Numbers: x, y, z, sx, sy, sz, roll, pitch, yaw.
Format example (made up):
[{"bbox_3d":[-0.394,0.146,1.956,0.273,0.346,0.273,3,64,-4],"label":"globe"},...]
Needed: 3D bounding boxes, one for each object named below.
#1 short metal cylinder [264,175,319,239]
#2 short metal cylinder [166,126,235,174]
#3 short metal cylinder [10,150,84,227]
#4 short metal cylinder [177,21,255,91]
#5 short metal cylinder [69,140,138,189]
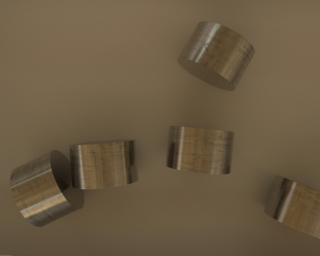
[{"bbox_3d":[0.178,0.097,0.386,0.080,0.080,0.050,21,90,-1],"label":"short metal cylinder"},{"bbox_3d":[0.050,0.026,0.385,0.081,0.080,0.050,6,90,-1],"label":"short metal cylinder"},{"bbox_3d":[-0.136,0.074,0.382,0.050,0.080,0.080,-26,90,0],"label":"short metal cylinder"},{"bbox_3d":[0.069,-0.087,0.385,0.080,0.080,0.050,29,90,-1],"label":"short metal cylinder"},{"bbox_3d":[-0.069,0.042,0.383,0.081,0.080,0.050,-4,90,-1],"label":"short metal cylinder"}]
